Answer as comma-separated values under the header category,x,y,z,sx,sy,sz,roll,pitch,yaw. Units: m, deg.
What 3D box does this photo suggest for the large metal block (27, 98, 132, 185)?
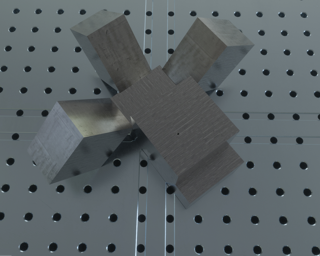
category,x,y,z,sx,sy,sz,roll,pitch,yaw
large metal block,-0.092,0.012,0.362,0.050,0.080,0.080,50,119,16

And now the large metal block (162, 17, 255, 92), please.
category,x,y,z,sx,sy,sz,roll,pitch,yaw
large metal block,0.063,-0.092,0.400,0.050,0.080,0.081,50,38,16

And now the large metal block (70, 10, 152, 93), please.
category,x,y,z,sx,sy,sz,roll,pitch,yaw
large metal block,-0.064,-0.101,0.403,0.050,0.080,0.080,-36,35,-12

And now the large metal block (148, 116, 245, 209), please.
category,x,y,z,sx,sy,sz,roll,pitch,yaw
large metal block,0.041,0.040,0.383,0.080,0.050,0.080,-35,73,-13

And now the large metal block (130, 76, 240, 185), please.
category,x,y,z,sx,sy,sz,roll,pitch,yaw
large metal block,0.025,0.004,0.343,0.080,0.050,0.080,-35,74,-13

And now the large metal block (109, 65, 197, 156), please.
category,x,y,z,sx,sy,sz,roll,pitch,yaw
large metal block,-0.007,-0.021,0.406,0.080,0.050,0.080,-36,74,-12
